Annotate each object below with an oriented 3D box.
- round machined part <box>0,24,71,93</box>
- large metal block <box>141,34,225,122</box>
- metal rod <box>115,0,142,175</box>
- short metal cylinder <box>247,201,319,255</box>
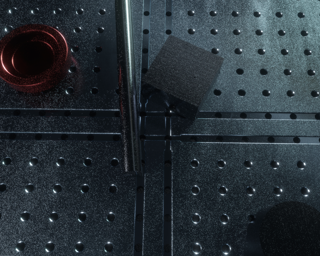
[{"bbox_3d":[-0.174,-0.093,0.435,0.099,0.042,0.098,0,70,-1],"label":"round machined part"},{"bbox_3d":[0.030,-0.068,0.424,0.080,0.050,0.080,26,72,9],"label":"large metal block"},{"bbox_3d":[-0.048,-0.083,0.441,0.025,0.025,0.299,-4,70,-2],"label":"metal rod"},{"bbox_3d":[0.147,0.127,0.354,0.081,0.050,0.080,0,70,0],"label":"short metal cylinder"}]
